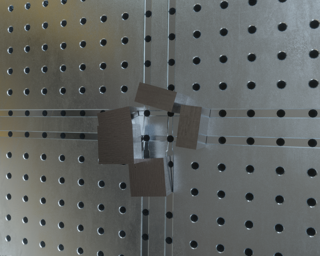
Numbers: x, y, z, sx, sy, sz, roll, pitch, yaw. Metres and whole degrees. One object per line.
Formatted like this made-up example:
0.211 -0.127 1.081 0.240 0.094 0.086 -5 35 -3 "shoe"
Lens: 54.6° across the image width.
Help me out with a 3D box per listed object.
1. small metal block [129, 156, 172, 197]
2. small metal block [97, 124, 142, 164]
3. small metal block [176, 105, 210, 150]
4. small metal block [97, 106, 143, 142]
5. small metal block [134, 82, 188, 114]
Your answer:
-0.013 0.065 0.418 0.050 0.025 0.050 -5 88 20 "small metal block"
-0.052 0.021 0.405 0.050 0.025 0.050 -3 89 20 "small metal block"
0.042 -0.001 0.385 0.025 0.050 0.050 8 93 20 "small metal block"
-0.056 0.000 0.433 0.050 0.025 0.050 -11 86 19 "small metal block"
0.003 -0.038 0.399 0.050 0.050 0.025 18 96 19 "small metal block"
